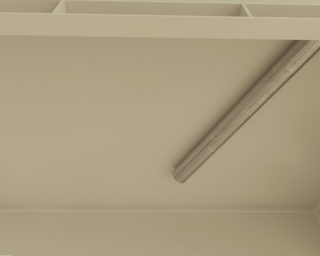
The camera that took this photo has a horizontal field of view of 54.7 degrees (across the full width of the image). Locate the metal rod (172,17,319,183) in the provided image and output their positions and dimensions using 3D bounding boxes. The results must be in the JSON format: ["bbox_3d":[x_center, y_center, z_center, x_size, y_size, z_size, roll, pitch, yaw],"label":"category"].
[{"bbox_3d":[0.108,-0.023,0.390,0.025,0.025,0.298,25,126,-20],"label":"metal rod"}]
